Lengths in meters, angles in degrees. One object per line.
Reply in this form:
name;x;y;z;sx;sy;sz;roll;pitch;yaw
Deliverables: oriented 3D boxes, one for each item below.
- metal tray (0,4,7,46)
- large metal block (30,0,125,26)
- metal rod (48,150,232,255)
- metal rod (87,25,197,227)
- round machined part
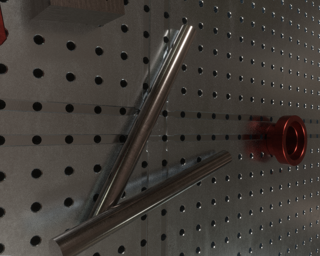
metal tray;-0.199;-0.106;0.238;0.131;0.030;0.089;-14;99;-39
large metal block;-0.088;-0.156;0.320;0.081;0.050;0.079;-9;96;-40
metal rod;0.005;0.081;0.393;0.302;0.025;0.025;-18;102;-46
metal rod;-0.017;-0.011;0.396;0.025;0.025;0.300;38;67;-34
round machined part;0.246;0.024;0.609;0.099;0.042;0.097;0;90;-40
